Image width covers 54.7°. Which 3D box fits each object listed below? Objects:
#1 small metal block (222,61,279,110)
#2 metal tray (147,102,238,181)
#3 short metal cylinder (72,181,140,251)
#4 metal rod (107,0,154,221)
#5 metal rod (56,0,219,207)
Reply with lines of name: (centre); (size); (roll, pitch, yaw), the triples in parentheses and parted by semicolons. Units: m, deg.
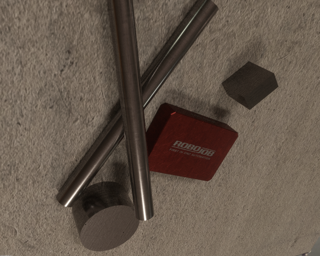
small metal block: (0.122, -0.059, 0.423); (0.050, 0.050, 0.025); (-39, 130, -2)
metal tray: (0.041, 0.024, 0.443); (0.131, 0.030, 0.089); (16, 110, -35)
short metal cylinder: (-0.075, 0.121, 0.426); (0.081, 0.050, 0.079); (-14, 125, -21)
metal rod: (-0.031, -0.023, 0.346); (0.025, 0.025, 0.298); (-14, 115, -21)
metal rod: (-0.033, -0.024, 0.374); (0.025, 0.025, 0.299); (30, 102, -38)
